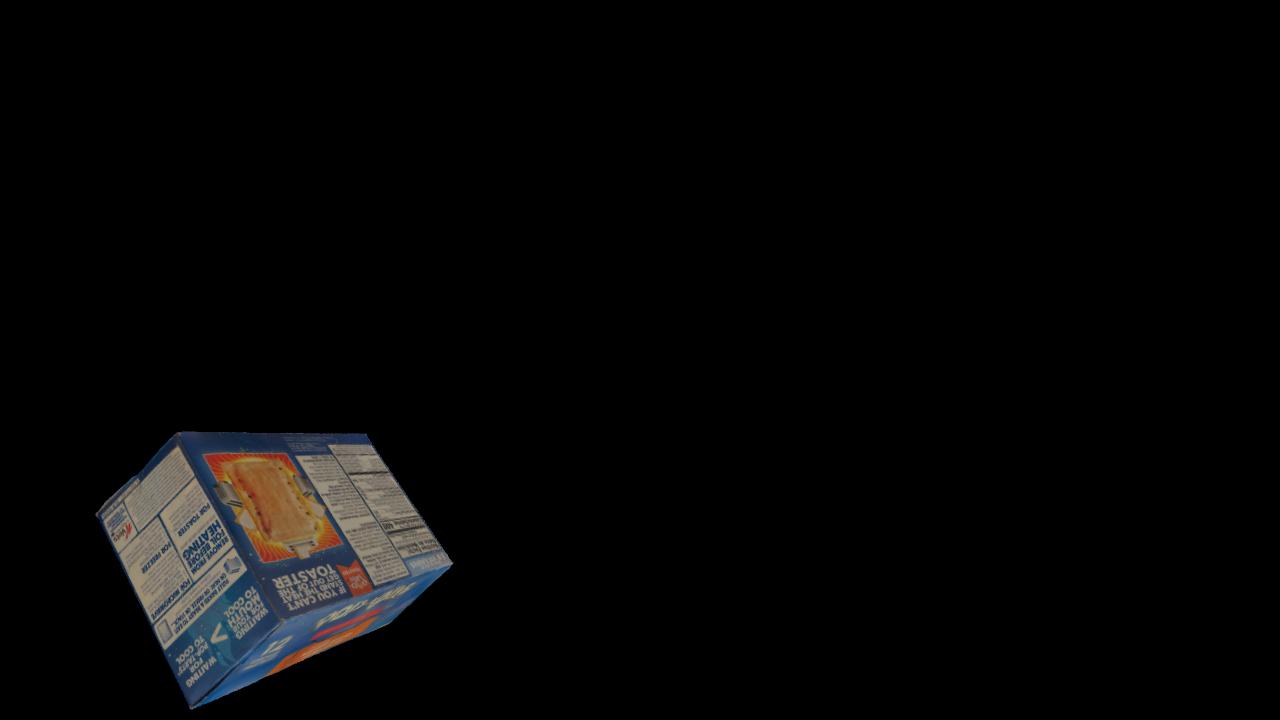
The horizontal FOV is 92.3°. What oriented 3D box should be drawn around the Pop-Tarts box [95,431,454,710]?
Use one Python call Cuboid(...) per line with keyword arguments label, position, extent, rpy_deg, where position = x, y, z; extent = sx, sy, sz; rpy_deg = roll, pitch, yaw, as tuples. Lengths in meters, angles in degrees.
Cuboid(label="Pop-Tarts box", position=(-0.242, 0.129, 0.434), extent=(0.083, 0.141, 0.167), rpy_deg=(-44, -16, 7))
